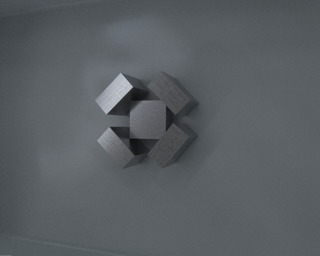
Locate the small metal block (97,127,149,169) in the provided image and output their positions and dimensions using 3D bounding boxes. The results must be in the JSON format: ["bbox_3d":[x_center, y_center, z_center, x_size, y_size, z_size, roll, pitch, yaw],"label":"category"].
[{"bbox_3d":[-0.047,0.025,0.412,0.050,0.050,0.025,47,105,14],"label":"small metal block"}]

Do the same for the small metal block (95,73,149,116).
[{"bbox_3d":[-0.049,-0.043,0.412,0.050,0.050,0.025,-44,76,15],"label":"small metal block"}]

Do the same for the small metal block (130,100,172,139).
[{"bbox_3d":[-0.012,-0.011,0.412,0.050,0.025,0.050,1,90,20],"label":"small metal block"}]

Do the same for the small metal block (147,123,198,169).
[{"bbox_3d":[0.017,0.021,0.388,0.025,0.050,0.050,42,102,14],"label":"small metal block"}]

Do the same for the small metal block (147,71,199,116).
[{"bbox_3d":[0.018,-0.042,0.388,0.025,0.050,0.050,-46,77,13],"label":"small metal block"}]
